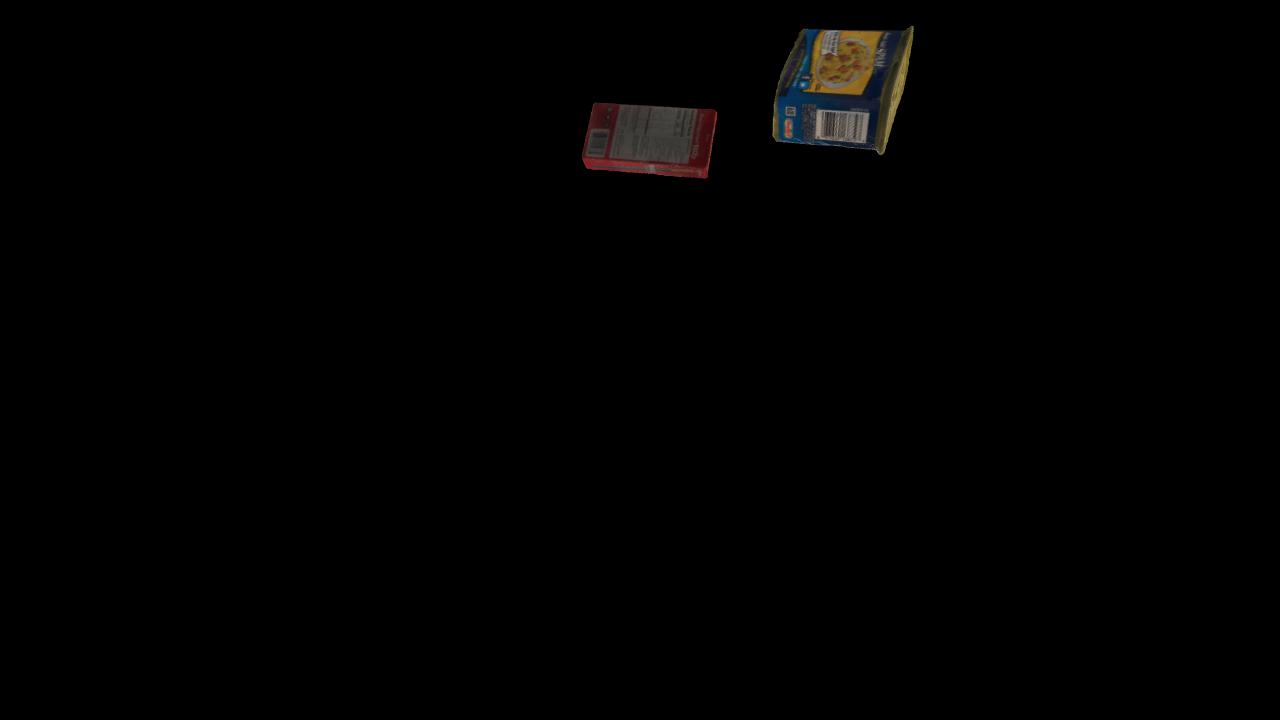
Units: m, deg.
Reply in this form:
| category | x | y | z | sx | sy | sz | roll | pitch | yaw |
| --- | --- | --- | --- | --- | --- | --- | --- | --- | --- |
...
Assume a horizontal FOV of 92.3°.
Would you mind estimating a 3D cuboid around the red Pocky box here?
| category | x | y | z | sx | sy | sz | roll | pitch | yaw |
| --- | --- | --- | --- | --- | --- | --- | --- | --- | --- |
| red Pocky box | 0.012 | -0.268 | 0.750 | 0.155 | 0.083 | 0.028 | 8 | -15 | 10 |

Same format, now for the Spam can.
| category | x | y | z | sx | sy | sz | roll | pitch | yaw |
| --- | --- | --- | --- | --- | --- | --- | --- | --- | --- |
| Spam can | 0.157 | -0.212 | 0.479 | 0.085 | 0.101 | 0.058 | 13 | -30 | 21 |
